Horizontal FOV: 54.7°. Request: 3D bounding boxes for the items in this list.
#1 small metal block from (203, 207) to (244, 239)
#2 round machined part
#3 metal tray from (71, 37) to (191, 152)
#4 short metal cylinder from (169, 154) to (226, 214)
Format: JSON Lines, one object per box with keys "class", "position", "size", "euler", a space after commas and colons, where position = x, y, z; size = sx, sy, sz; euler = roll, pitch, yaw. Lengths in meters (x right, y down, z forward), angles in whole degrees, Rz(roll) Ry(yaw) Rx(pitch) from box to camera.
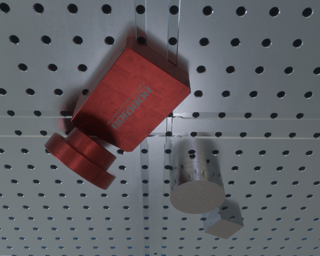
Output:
{"class": "small metal block", "position": [0.113, 0.172, 0.559], "size": [0.050, 0.025, 0.050], "euler": [23, 126, -19]}
{"class": "round machined part", "position": [-0.096, 0.035, 0.406], "size": [0.098, 0.098, 0.042], "euler": [42, 80, -30]}
{"class": "metal tray", "position": [-0.037, -0.034, 0.379], "size": [0.090, 0.030, 0.129], "euler": [30, 124, -24]}
{"class": "short metal cylinder", "position": [0.055, 0.086, 0.469], "size": [0.081, 0.050, 0.079], "euler": [0, 130, 0]}
